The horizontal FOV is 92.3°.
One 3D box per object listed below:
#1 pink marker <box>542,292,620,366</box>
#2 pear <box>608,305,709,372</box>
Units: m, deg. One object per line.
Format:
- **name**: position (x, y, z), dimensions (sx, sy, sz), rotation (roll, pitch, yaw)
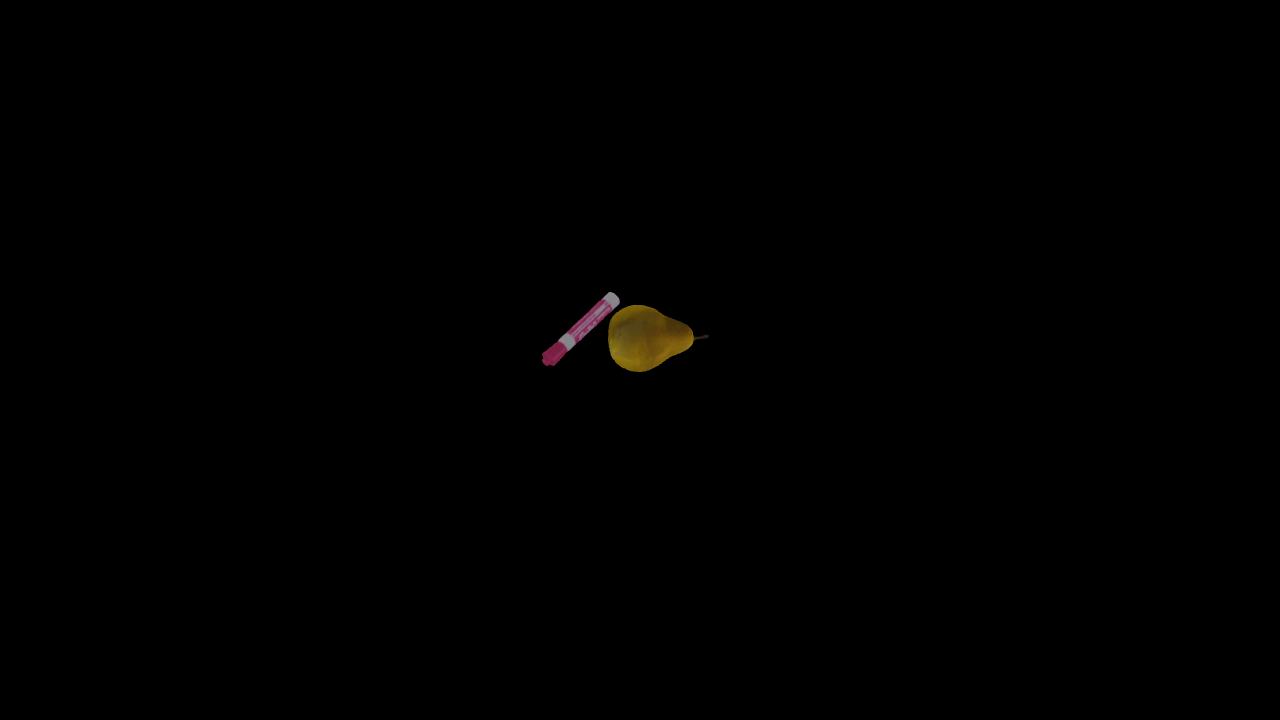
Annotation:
- **pink marker**: position (-0.067, -0.035, 0.697), dimensions (0.020, 0.020, 0.121), rotation (0, 39, 51)
- **pear**: position (0.022, -0.023, 0.690), dimensions (0.111, 0.080, 0.080), rotation (-2, 0, 6)
